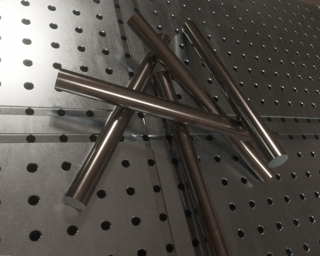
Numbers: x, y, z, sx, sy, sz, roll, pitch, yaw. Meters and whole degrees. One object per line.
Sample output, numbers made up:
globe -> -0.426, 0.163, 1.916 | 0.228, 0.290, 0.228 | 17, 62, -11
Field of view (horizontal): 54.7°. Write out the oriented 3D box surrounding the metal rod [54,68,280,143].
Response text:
metal rod -> 0.023, -0.020, 0.397 | 0.302, 0.025, 0.025 | 15, 56, -17

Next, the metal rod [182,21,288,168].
metal rod -> 0.094, -0.070, 0.454 | 0.025, 0.025, 0.300 | 3, 45, -27

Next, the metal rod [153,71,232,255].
metal rod -> 0.042, 0.055, 0.398 | 0.025, 0.025, 0.299 | -3, 63, -30

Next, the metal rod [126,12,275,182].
metal rod -> 0.060, -0.043, 0.448 | 0.300, 0.025, 0.025 | 49, 51, -2

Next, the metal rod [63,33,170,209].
metal rod -> -0.041, -0.033, 0.407 | 0.025, 0.025, 0.300 | 30, 52, -9
